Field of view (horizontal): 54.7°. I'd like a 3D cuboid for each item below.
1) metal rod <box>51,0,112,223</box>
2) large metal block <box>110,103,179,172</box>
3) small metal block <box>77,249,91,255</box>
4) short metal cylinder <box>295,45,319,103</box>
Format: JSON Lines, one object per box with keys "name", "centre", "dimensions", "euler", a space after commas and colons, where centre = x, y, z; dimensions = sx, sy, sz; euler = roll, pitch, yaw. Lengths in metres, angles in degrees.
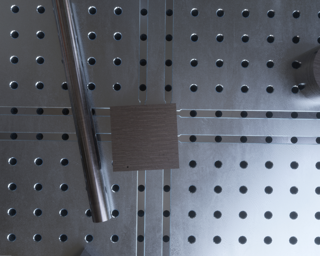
{"name": "metal rod", "centre": [-0.104, -0.025, 0.411], "dimensions": [0.025, 0.025, 0.298], "euler": [-11, 90, 0]}
{"name": "large metal block", "centre": [-0.019, 0.011, 0.401], "dimensions": [0.081, 0.050, 0.079], "euler": [-3, 90, -1]}
{"name": "small metal block", "centre": [-0.105, 0.201, 0.412], "dimensions": [0.050, 0.025, 0.050], "euler": [-43, 91, 0]}
{"name": "short metal cylinder", "centre": [0.228, -0.074, 0.404], "dimensions": [0.081, 0.050, 0.079], "euler": [0, 90, -1]}
